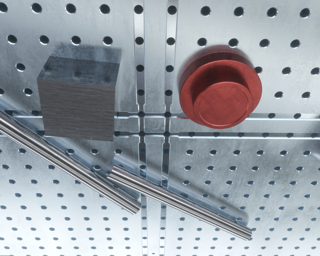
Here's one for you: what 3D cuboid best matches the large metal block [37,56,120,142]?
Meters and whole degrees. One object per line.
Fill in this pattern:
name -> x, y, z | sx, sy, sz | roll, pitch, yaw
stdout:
large metal block -> -0.092, -0.033, 0.366 | 0.081, 0.050, 0.079 | 5, 130, -5

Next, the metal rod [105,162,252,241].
metal rod -> 0.044, 0.131, 0.524 | 0.301, 0.025, 0.025 | 30, 124, -24

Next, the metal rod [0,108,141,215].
metal rod -> -0.139, 0.049, 0.451 | 0.025, 0.025, 0.300 | -33, 123, 25

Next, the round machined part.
round machined part -> 0.072, -0.037, 0.370 | 0.099, 0.042, 0.097 | -1, 130, 0
